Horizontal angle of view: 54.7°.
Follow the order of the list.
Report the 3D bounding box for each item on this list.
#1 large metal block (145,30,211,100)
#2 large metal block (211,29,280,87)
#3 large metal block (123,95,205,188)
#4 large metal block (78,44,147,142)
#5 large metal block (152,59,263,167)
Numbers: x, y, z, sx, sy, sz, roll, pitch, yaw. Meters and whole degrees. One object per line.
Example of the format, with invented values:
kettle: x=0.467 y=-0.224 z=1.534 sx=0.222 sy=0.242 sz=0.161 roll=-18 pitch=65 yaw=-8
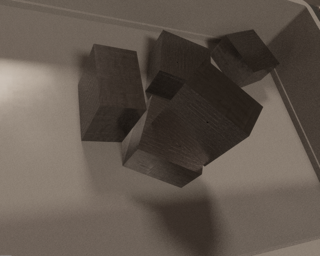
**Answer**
large metal block: x=0.028 y=-0.087 z=0.459 sx=0.081 sy=0.050 sz=0.080 roll=17 pitch=55 yaw=-19
large metal block: x=0.149 y=-0.122 z=0.547 sx=0.081 sy=0.050 sz=0.080 roll=-22 pitch=74 yaw=-36
large metal block: x=0.009 y=0.018 z=0.385 sx=0.080 sy=0.050 sz=0.080 roll=23 pitch=53 yaw=-15
large metal block: x=-0.060 y=-0.037 z=0.362 sx=0.050 sy=0.080 sz=0.080 roll=4 pitch=60 yaw=-27
large metal block: x=0.050 y=-0.014 z=0.344 sx=0.080 sy=0.080 sz=0.050 roll=40 pitch=51 yaw=-2
